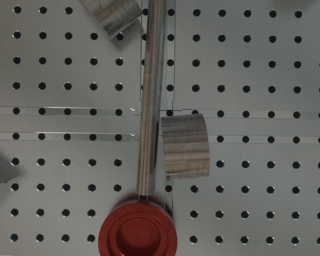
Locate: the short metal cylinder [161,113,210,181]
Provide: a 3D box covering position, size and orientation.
[{"bbox_3d":[0.030,0.023,0.386,0.050,0.080,0.080,-5,90,0],"label":"short metal cylinder"}]

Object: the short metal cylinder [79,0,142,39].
[{"bbox_3d":[-0.068,-0.158,0.385,0.050,0.080,0.080,-39,90,0],"label":"short metal cylinder"}]

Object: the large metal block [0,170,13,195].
[{"bbox_3d":[-0.259,0.077,0.399,0.080,0.050,0.080,39,90,0],"label":"large metal block"}]

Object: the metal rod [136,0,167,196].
[{"bbox_3d":[-0.010,-0.062,0.413,0.025,0.025,0.298,4,90,0],"label":"metal rod"}]

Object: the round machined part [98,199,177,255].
[{"bbox_3d":[-0.028,0.142,0.405,0.099,0.042,0.097,0,90,0],"label":"round machined part"}]
